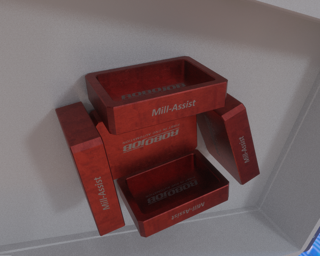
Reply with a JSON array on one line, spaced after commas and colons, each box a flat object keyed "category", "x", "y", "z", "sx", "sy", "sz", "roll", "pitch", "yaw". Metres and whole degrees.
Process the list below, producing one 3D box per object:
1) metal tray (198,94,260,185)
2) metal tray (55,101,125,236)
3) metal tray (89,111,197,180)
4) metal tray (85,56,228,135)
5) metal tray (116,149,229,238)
[{"category": "metal tray", "x": 0.085, "y": 0.006, "z": 0.417, "sx": 0.030, "sy": 0.090, "sz": 0.130, "roll": -31, "pitch": 129, "yaw": -8}, {"category": "metal tray", "x": -0.078, "y": 0.046, "z": 0.351, "sx": 0.030, "sy": 0.090, "sz": 0.129, "roll": -20, "pitch": 126, "yaw": -17}, {"category": "metal tray", "x": -0.017, "y": 0.005, "z": 0.398, "sx": 0.131, "sy": 0.030, "sz": 0.089, "roll": -18, "pitch": 126, "yaw": -18}, {"category": "metal tray", "x": -0.005, "y": -0.041, "z": 0.337, "sx": 0.131, "sy": 0.090, "sz": 0.030, "roll": -15, "pitch": 125, "yaw": -21}, {"category": "metal tray", "x": 0.017, "y": 0.084, "z": 0.427, "sx": 0.131, "sy": 0.090, "sz": 0.030, "roll": -19, "pitch": 126, "yaw": -18}]
